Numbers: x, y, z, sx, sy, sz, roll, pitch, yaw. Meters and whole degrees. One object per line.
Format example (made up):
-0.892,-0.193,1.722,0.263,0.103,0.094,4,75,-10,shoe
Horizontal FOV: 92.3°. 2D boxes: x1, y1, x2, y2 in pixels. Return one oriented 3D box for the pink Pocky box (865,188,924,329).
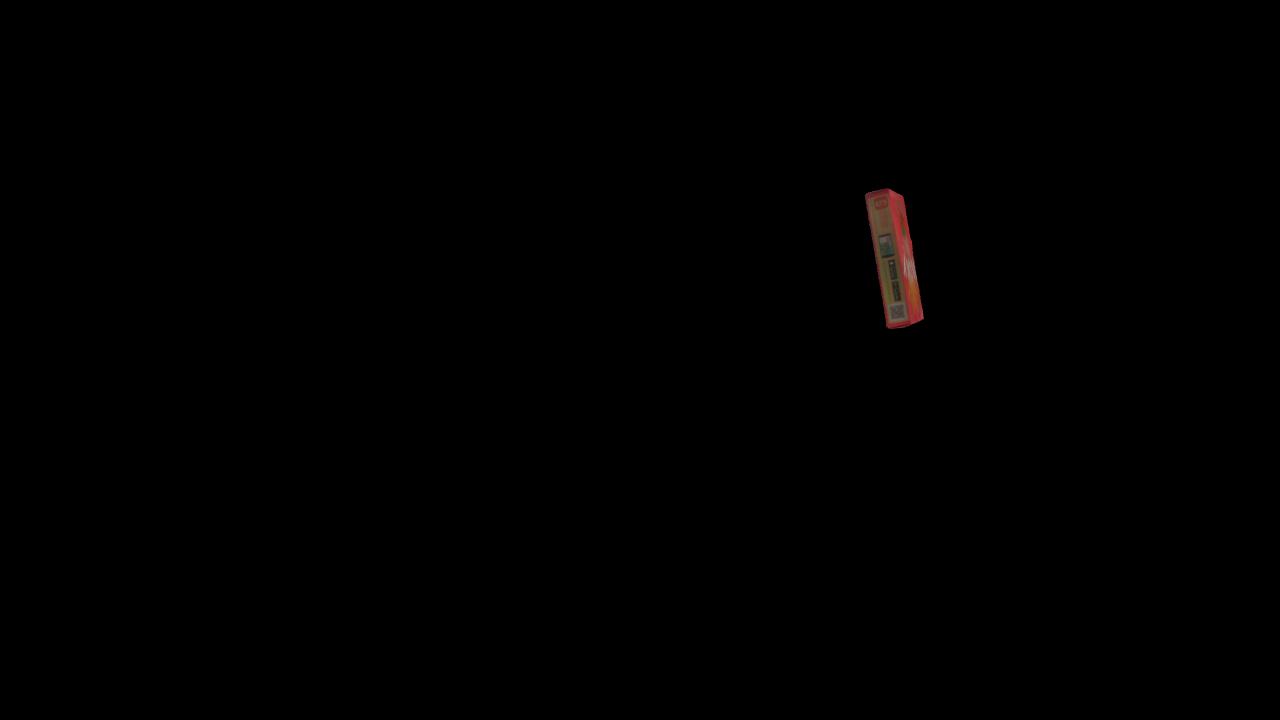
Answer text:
0.295,-0.116,0.711,0.029,0.155,0.084,-9,2,34,pink Pocky box
